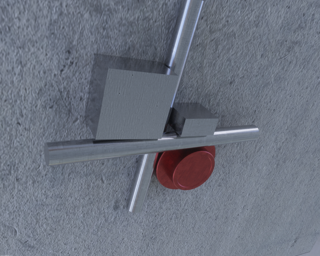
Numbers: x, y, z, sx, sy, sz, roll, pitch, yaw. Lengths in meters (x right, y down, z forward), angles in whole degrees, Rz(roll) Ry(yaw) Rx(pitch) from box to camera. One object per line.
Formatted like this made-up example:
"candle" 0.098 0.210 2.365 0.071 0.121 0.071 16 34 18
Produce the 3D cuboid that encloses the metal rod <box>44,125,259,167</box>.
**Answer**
"metal rod" 0.013 0.017 0.395 0.303 0.025 0.025 -4 121 -31

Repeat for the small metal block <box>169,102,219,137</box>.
"small metal block" 0.040 -0.013 0.408 0.050 0.050 0.025 -2 119 -28

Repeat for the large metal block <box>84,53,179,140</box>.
"large metal block" -0.035 -0.034 0.352 0.081 0.050 0.079 1 118 -29

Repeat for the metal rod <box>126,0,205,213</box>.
"metal rod" -0.001 -0.013 0.402 0.025 0.025 0.298 2 118 -30

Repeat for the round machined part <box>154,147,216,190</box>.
"round machined part" 0.040 0.052 0.452 0.099 0.042 0.097 -14 125 -21
